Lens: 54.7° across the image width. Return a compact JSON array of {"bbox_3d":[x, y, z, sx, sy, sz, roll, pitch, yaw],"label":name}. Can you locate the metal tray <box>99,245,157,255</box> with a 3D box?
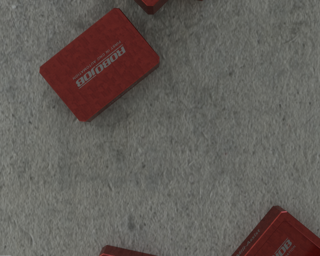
[{"bbox_3d":[-0.047,0.231,0.406,0.091,0.030,0.129,13,90,-1],"label":"metal tray"}]

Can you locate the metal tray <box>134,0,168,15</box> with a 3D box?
[{"bbox_3d":[-0.025,-0.217,0.376,0.090,0.030,0.130,-45,91,0],"label":"metal tray"}]

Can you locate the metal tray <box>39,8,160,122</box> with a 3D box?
[{"bbox_3d":[-0.077,-0.080,0.406,0.130,0.030,0.090,-39,91,-1],"label":"metal tray"}]

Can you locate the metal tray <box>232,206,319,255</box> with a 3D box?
[{"bbox_3d":[0.151,0.181,0.409,0.090,0.030,0.130,40,90,-1],"label":"metal tray"}]
